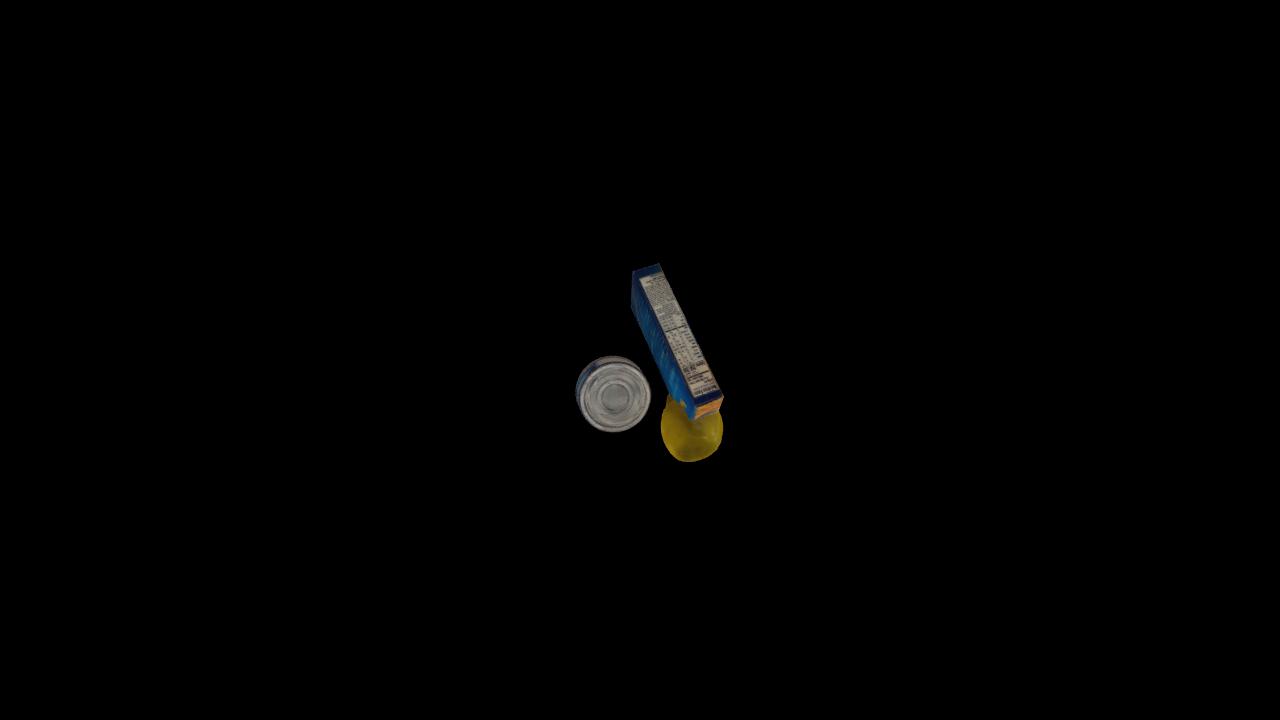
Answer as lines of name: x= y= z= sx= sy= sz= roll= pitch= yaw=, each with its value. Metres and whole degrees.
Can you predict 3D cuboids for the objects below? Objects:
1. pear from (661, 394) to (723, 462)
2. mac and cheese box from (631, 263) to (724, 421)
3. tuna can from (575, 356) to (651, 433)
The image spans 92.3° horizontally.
pear: x=0.056 y=0.063 z=0.734 sx=0.080 sy=0.111 sz=0.080 roll=-10 pitch=-39 yaw=-8
mac and cheese box: x=0.039 y=-0.014 z=0.724 sx=0.041 sy=0.184 sz=0.093 roll=-19 pitch=-22 yaw=-11
tuna can: x=-0.030 y=0.039 z=0.699 sx=0.084 sy=0.084 sz=0.034 roll=0 pitch=13 yaw=-11
